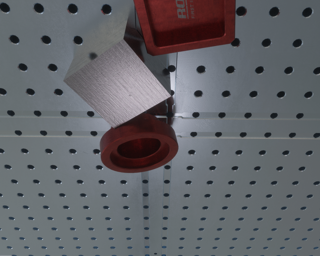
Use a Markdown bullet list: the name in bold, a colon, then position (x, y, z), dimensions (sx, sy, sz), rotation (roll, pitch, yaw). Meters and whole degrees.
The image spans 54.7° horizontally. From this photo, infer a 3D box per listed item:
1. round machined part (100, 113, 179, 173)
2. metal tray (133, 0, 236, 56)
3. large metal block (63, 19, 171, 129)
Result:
- **round machined part**: position (-0.028, 0.017, 0.403), dimensions (0.099, 0.042, 0.098), rotation (-9, 146, -6)
- **metal tray**: position (0.020, -0.131, 0.279), dimensions (0.090, 0.030, 0.130), rotation (-8, 142, 6)
- **large metal block**: position (-0.044, -0.058, 0.346), dimensions (0.080, 0.050, 0.080), rotation (-28, 125, 22)
